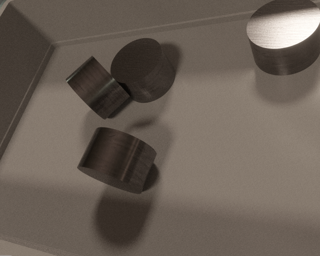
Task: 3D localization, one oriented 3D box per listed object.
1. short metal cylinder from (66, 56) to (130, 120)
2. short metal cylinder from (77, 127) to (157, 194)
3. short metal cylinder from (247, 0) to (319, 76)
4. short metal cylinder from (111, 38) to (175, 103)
[{"bbox_3d":[-0.089,-0.058,0.451,0.050,0.080,0.080,-43,51,-1],"label":"short metal cylinder"},{"bbox_3d":[-0.051,0.040,0.371,0.080,0.080,0.050,9,66,31],"label":"short metal cylinder"},{"bbox_3d":[0.152,-0.111,0.378,0.080,0.050,0.080,-13,56,20],"label":"short metal cylinder"},{"bbox_3d":[-0.024,-0.084,0.452,0.080,0.050,0.080,-13,56,20],"label":"short metal cylinder"}]
